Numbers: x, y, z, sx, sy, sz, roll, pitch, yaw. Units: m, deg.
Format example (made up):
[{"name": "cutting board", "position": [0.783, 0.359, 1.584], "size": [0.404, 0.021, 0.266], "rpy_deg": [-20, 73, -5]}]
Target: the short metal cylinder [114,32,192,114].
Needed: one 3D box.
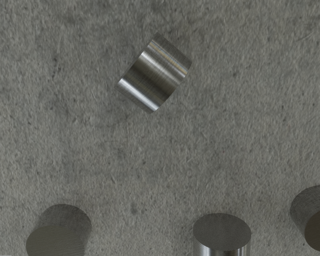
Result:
[{"name": "short metal cylinder", "position": [-0.009, -0.063, 0.357], "size": [0.050, 0.080, 0.080], "rpy_deg": [38, 106, -13]}]

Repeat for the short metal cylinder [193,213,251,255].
[{"name": "short metal cylinder", "position": [0.088, 0.167, 0.443], "size": [0.081, 0.080, 0.050], "rpy_deg": [-3, 110, 0]}]

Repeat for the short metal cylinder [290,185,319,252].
[{"name": "short metal cylinder", "position": [0.239, 0.131, 0.448], "size": [0.081, 0.050, 0.079], "rpy_deg": [0, 110, -1]}]

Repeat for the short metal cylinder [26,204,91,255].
[{"name": "short metal cylinder", "position": [-0.146, 0.160, 0.453], "size": [0.081, 0.050, 0.079], "rpy_deg": [0, 110, -1]}]
